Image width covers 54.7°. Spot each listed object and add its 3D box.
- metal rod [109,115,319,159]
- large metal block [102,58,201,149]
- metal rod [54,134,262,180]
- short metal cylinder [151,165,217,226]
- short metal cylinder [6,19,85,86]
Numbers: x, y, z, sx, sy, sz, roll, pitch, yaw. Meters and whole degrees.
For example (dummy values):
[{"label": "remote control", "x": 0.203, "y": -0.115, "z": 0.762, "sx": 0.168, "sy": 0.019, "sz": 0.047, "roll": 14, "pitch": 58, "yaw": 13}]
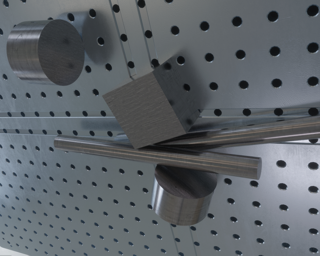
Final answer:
[{"label": "metal rod", "x": 0.051, "y": 0.016, "z": 0.394, "sx": 0.300, "sy": 0.025, "sz": 0.025, "roll": -9, "pitch": 114, "yaw": 32}, {"label": "large metal block", "x": -0.010, "y": -0.028, "z": 0.383, "sx": 0.080, "sy": 0.050, "sz": 0.080, "roll": -19, "pitch": 109, "yaw": 35}, {"label": "metal rod", "x": -0.023, "y": 0.033, "z": 0.410, "sx": 0.300, "sy": 0.025, "sz": 0.025, "roll": 5, "pitch": 121, "yaw": 28}, {"label": "short metal cylinder", "x": 0.030, "y": 0.080, "z": 0.410, "sx": 0.080, "sy": 0.080, "sz": 0.050, "roll": 20, "pitch": 126, "yaw": 16}, {"label": "short metal cylinder", "x": -0.142, "y": -0.095, "z": 0.392, "sx": 0.050, "sy": 0.080, "sz": 0.079, "roll": 6, "pitch": 121, "yaw": 25}]
